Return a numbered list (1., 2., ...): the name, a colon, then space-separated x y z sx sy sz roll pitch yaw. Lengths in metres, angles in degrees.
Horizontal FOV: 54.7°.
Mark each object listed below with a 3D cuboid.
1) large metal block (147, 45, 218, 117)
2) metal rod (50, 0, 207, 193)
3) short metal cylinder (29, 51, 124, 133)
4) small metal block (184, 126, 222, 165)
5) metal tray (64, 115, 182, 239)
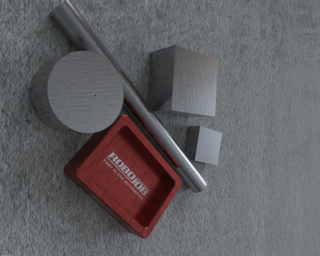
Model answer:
1. large metal block: 0.031 -0.058 0.418 0.081 0.050 0.080 6 87 -40
2. metal rod: -0.023 -0.020 0.388 0.025 0.025 0.300 -53 121 -27
3. short metal cylinder: -0.085 -0.035 0.320 0.081 0.050 0.079 0 90 -40
4. small metal block: 0.064 0.027 0.463 0.050 0.025 0.050 17 79 -39
5. metal tray: -0.038 0.059 0.373 0.130 0.030 0.090 52 60 -28
